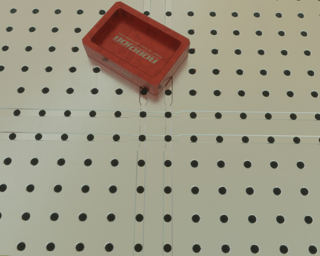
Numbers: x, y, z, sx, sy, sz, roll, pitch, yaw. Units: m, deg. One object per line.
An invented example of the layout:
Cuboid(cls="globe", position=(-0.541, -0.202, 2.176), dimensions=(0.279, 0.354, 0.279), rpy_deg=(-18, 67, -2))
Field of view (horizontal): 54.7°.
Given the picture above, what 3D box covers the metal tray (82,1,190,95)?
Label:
Cuboid(cls="metal tray", position=(-0.034, -0.118, 0.451), dimensions=(0.130, 0.030, 0.090), rpy_deg=(32, 73, 10))
